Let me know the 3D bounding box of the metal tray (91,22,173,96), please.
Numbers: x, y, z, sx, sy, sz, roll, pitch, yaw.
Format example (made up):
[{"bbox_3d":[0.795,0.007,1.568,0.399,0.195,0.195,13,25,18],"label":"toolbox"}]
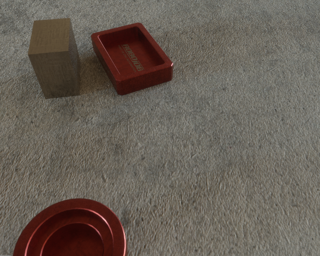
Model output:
[{"bbox_3d":[-0.047,-0.115,0.495,0.091,0.030,0.130,-19,53,-16],"label":"metal tray"}]

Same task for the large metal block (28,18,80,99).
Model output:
[{"bbox_3d":[-0.149,-0.101,0.450,0.050,0.080,0.080,-7,51,-6],"label":"large metal block"}]

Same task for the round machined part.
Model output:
[{"bbox_3d":[-0.080,0.120,0.290,0.099,0.042,0.098,0,50,0],"label":"round machined part"}]
